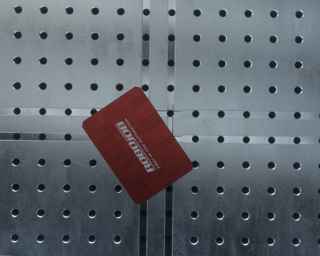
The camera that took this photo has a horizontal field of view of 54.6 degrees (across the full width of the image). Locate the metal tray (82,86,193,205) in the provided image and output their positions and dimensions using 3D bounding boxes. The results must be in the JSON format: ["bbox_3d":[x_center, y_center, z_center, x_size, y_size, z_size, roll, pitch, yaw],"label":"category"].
[{"bbox_3d":[-0.029,0.023,0.411,0.090,0.030,0.130,-34,90,0],"label":"metal tray"}]
